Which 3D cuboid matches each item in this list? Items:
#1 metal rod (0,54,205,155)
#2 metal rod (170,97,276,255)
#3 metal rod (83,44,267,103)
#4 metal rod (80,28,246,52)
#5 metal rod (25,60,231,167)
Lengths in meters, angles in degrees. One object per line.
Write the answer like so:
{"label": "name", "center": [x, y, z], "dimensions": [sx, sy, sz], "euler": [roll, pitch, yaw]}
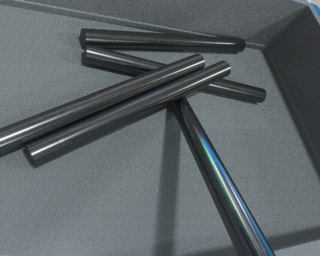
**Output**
{"label": "metal rod", "center": [-0.057, -0.039, 0.380], "dimensions": [0.302, 0.025, 0.025], "euler": [-27, 77, -32]}
{"label": "metal rod", "center": [0.053, 0.041, 0.320], "dimensions": [0.025, 0.025, 0.300], "euler": [15, 27, -20]}
{"label": "metal rod", "center": [0.037, -0.077, 0.472], "dimensions": [0.302, 0.025, 0.025], "euler": [9, 58, -24]}
{"label": "metal rod", "center": [0.023, -0.139, 0.502], "dimensions": [0.303, 0.025, 0.025], "euler": [-7, 65, -31]}
{"label": "metal rod", "center": [-0.017, -0.031, 0.394], "dimensions": [0.302, 0.025, 0.025], "euler": [-27, 77, -31]}
